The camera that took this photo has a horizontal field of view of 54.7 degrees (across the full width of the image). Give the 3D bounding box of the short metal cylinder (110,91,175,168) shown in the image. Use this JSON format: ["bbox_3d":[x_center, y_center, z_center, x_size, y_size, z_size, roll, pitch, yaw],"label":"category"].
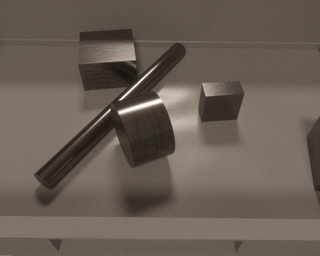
[{"bbox_3d":[-0.022,0.001,0.368,0.050,0.080,0.080,-18,53,-15],"label":"short metal cylinder"}]

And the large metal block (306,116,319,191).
[{"bbox_3d":[0.228,0.033,0.364,0.080,0.050,0.080,8,50,6],"label":"large metal block"}]

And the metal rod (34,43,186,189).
[{"bbox_3d":[-0.051,-0.035,0.433,0.025,0.025,0.301,27,55,20],"label":"metal rod"}]

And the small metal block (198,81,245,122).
[{"bbox_3d":[0.081,-0.035,0.420,0.050,0.050,0.025,-4,50,-4],"label":"small metal block"}]

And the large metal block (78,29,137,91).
[{"bbox_3d":[-0.079,-0.106,0.477,0.081,0.050,0.080,-6,50,-5],"label":"large metal block"}]
